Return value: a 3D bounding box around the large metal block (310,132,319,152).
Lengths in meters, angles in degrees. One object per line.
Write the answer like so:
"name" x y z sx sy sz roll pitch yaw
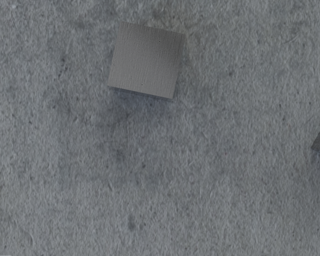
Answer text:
"large metal block" 0.262 0.013 0.401 0.080 0.050 0.080 29 90 -1

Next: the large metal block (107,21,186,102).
"large metal block" -0.016 -0.082 0.397 0.080 0.050 0.080 12 90 -1
